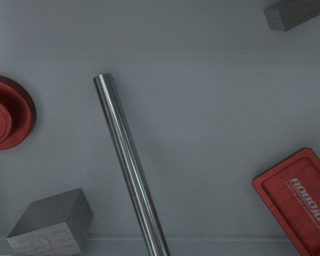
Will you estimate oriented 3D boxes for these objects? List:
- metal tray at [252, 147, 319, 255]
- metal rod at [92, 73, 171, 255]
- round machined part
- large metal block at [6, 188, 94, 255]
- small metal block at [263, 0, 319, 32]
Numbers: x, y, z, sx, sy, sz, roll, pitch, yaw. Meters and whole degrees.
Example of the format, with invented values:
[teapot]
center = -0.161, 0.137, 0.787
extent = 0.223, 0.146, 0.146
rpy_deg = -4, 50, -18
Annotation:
[metal tray]
center = 0.198, 0.102, 0.414
extent = 0.090, 0.030, 0.130
rpy_deg = -36, 76, 13
[metal rod]
center = -0.025, 0.077, 0.376
extent = 0.025, 0.025, 0.299
rpy_deg = -19, 85, 6
[round machined part]
center = -0.214, -0.016, 0.393
extent = 0.099, 0.042, 0.097
rpy_deg = 0, 110, -1
[large metal block]
center = -0.147, 0.135, 0.430
extent = 0.080, 0.080, 0.050
rpy_deg = -17, 109, 6
[small metal block]
center = 0.153, -0.134, 0.351
extent = 0.050, 0.050, 0.025
rpy_deg = -26, 108, 9
